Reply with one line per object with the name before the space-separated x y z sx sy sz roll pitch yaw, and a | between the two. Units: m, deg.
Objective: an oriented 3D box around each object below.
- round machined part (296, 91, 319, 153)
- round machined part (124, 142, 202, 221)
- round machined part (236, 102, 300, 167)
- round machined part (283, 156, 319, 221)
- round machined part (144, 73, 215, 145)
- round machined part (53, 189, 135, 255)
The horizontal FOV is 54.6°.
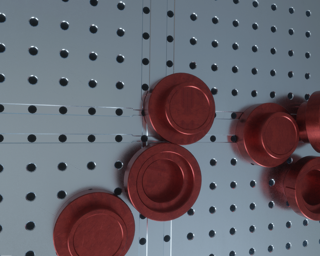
round machined part | 0.249 -0.009 0.484 0.099 0.042 0.098 3 85 -39
round machined part | 0.001 0.067 0.404 0.099 0.042 0.097 0 90 -20
round machined part | 0.167 0.010 0.465 0.099 0.042 0.097 0 90 -20
round machined part | 0.237 0.092 0.491 0.099 0.042 0.097 0 90 -20
round machined part | 0.031 -0.026 0.415 0.099 0.042 0.097 0 90 -20
round machined part | -0.077 0.127 0.375 0.099 0.042 0.097 0 90 -20
